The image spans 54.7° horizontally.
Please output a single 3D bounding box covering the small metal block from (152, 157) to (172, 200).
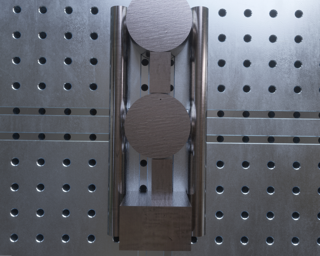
[{"bbox_3d":[0.002,0.063,0.400,0.025,0.050,0.050,0,90,0],"label":"small metal block"}]

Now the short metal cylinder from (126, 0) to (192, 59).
[{"bbox_3d":[-0.001,-0.132,0.400,0.081,0.050,0.080,0,90,0],"label":"short metal cylinder"}]

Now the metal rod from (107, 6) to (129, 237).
[{"bbox_3d":[-0.055,-0.009,0.412,0.025,0.025,0.298,1,90,0],"label":"metal rod"}]

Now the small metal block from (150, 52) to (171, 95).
[{"bbox_3d":[0.000,-0.068,0.399,0.025,0.050,0.050,1,90,0],"label":"small metal block"}]

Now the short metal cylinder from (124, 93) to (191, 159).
[{"bbox_3d":[-0.003,-0.003,0.400,0.081,0.050,0.080,0,90,0],"label":"short metal cylinder"}]

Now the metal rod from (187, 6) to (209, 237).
[{"bbox_3d":[0.050,-0.008,0.413,0.025,0.025,0.298,1,90,0],"label":"metal rod"}]

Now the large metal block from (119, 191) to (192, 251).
[{"bbox_3d":[-0.005,0.112,0.386,0.081,0.080,0.050,1,90,0],"label":"large metal block"}]
